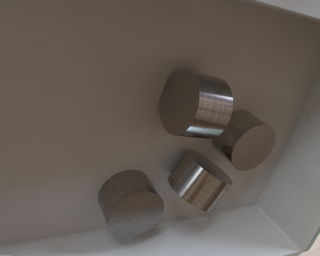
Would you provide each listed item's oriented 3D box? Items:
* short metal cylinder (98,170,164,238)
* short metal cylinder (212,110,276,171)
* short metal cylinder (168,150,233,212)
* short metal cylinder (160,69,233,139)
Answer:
[{"bbox_3d":[-0.041,0.106,0.437,0.081,0.050,0.079,-14,125,-21],"label":"short metal cylinder"},{"bbox_3d":[0.128,0.018,0.477,0.081,0.050,0.079,-14,125,-21],"label":"short metal cylinder"},{"bbox_3d":[0.058,0.076,0.454,0.080,0.080,0.050,26,104,-38],"label":"short metal cylinder"},{"bbox_3d":[0.042,-0.028,0.381,0.050,0.080,0.079,7,115,-32],"label":"short metal cylinder"}]
